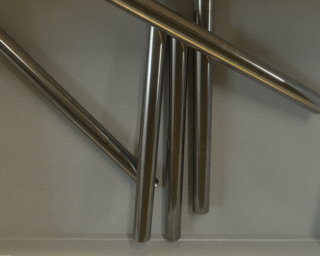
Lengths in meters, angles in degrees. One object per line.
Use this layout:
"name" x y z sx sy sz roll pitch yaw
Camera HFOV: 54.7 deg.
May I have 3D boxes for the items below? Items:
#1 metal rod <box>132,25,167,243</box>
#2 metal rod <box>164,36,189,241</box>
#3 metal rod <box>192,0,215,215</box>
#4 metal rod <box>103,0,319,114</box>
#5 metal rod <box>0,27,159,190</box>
"metal rod" -0.013 0.007 0.395 0.025 0.025 0.298 4 103 -2
"metal rod" 0.021 0.024 0.420 0.025 0.025 0.298 0 110 -1
"metal rod" 0.055 -0.019 0.405 0.025 0.025 0.298 -2 110 0
"metal rod" 0.077 -0.085 0.357 0.302 0.025 0.025 23 109 -18
"metal rod" -0.112 -0.021 0.401 0.025 0.025 0.300 -40 106 13
